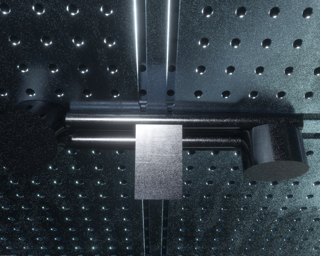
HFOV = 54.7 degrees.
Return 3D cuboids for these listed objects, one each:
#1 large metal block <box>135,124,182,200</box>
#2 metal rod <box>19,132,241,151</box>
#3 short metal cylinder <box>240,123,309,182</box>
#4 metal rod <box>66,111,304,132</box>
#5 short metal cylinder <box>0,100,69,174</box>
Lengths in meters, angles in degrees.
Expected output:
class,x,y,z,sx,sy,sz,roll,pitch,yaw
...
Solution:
class,x,y,z,sx,sy,sz,roll,pitch,yaw
large metal block,-0.002,0.041,0.371,0.050,0.080,0.080,1,172,-1
metal rod,-0.043,0.018,0.426,0.302,0.025,0.025,0,130,-1
short metal cylinder,0.148,0.034,0.408,0.081,0.050,0.080,0,152,0
metal rod,0.032,-0.008,0.404,0.302,0.025,0.025,1,130,-1
short metal cylinder,-0.160,0.010,0.383,0.081,0.050,0.079,0,107,-1
